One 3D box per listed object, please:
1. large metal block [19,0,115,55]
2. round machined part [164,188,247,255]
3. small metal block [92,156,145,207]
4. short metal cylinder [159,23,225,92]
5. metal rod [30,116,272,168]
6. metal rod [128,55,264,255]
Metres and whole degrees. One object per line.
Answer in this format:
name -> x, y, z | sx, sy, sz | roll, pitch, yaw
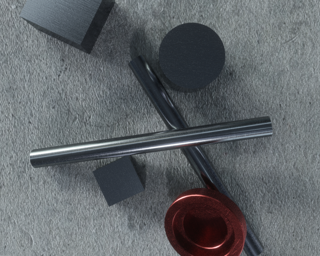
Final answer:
large metal block -> -0.115, -0.153, 0.396 | 0.080, 0.050, 0.080 | 26, 90, -1
round machined part -> 0.059, 0.120, 0.390 | 0.098, 0.042, 0.097 | 6, 106, 21
small metal block -> -0.053, 0.068, 0.409 | 0.050, 0.025, 0.050 | -25, 90, -1
short metal cylinder -> 0.039, -0.087, 0.398 | 0.081, 0.050, 0.079 | 0, 90, -1
metal rod -> -0.017, 0.019, 0.390 | 0.301, 0.025, 0.025 | -8, 90, 7
metal rod -> 0.048, 0.037, 0.410 | 0.025, 0.025, 0.299 | -32, 90, 0
